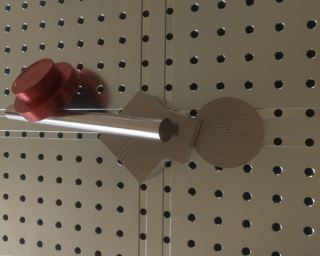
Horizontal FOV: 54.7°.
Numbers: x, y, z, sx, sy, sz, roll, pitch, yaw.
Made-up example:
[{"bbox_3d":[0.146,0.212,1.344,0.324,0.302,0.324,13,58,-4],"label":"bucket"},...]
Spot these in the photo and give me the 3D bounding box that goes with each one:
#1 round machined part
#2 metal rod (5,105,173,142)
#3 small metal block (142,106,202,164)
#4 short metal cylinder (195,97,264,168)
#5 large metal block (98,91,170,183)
[{"bbox_3d":[-0.164,-0.059,0.431,0.098,0.042,0.098,-18,44,19],"label":"round machined part"},{"bbox_3d":[-0.114,-0.011,0.405,0.300,0.025,0.025,6,92,36],"label":"metal rod"},{"bbox_3d":[0.014,0.007,0.351,0.050,0.025,0.050,20,96,18],"label":"small metal block"},{"bbox_3d":[0.083,0.005,0.370,0.080,0.050,0.079,0,90,19],"label":"short metal cylinder"},{"bbox_3d":[-0.017,0.011,0.402,0.080,0.050,0.080,45,104,14],"label":"large metal block"}]
